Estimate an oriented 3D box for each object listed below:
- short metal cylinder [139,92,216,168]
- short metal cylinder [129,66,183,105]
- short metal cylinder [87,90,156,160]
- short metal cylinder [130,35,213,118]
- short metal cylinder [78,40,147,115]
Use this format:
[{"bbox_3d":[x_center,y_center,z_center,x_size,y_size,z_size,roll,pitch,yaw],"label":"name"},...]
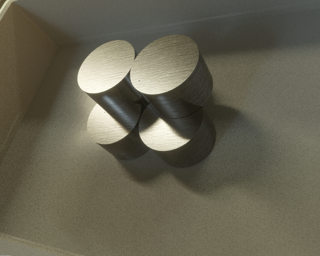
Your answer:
[{"bbox_3d":[0.022,0.002,0.375,0.080,0.050,0.080,-13,56,21],"label":"short metal cylinder"},{"bbox_3d":[0.006,-0.062,0.423,0.080,0.050,0.080,-13,56,21],"label":"short metal cylinder"},{"bbox_3d":[-0.049,-0.004,0.416,0.080,0.050,0.080,-13,56,21],"label":"short metal cylinder"},{"bbox_3d":[0.014,-0.058,0.350,0.080,0.050,0.080,-13,56,21],"label":"short metal cylinder"},{"bbox_3d":[-0.055,-0.063,0.391,0.080,0.050,0.080,-13,56,21],"label":"short metal cylinder"}]
